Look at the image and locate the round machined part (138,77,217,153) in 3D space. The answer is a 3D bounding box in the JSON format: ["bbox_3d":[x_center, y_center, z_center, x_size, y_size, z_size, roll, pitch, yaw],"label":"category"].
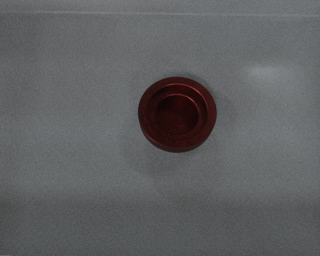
[{"bbox_3d":[0.022,-0.014,0.406,0.099,0.042,0.098,0,70,0],"label":"round machined part"}]
